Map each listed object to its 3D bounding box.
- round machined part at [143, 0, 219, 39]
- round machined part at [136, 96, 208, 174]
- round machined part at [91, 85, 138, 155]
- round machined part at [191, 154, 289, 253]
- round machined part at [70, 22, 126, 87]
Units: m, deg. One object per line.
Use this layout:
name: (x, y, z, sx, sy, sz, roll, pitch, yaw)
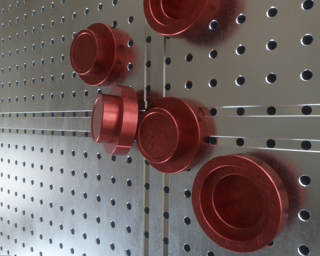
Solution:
round machined part: (0.030, -0.156, 0.372, 0.098, 0.042, 0.097, 0, 90, 39)
round machined part: (0.008, 0.009, 0.390, 0.098, 0.042, 0.097, 0, 90, 39)
round machined part: (-0.067, -0.011, 0.426, 0.098, 0.042, 0.097, -173, 90, -66)
round machined part: (0.086, 0.075, 0.327, 0.098, 0.042, 0.097, 0, 90, 39)
round machined part: (-0.102, -0.114, 0.480, 0.098, 0.042, 0.097, 0, 90, 39)
